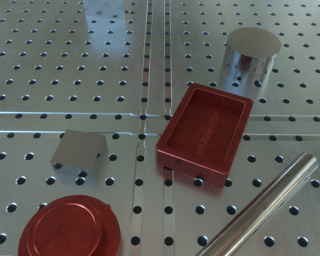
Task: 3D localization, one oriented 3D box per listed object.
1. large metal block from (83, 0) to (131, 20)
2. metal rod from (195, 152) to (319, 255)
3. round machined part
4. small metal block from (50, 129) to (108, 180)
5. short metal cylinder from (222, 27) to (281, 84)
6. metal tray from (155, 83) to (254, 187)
[{"bbox_3d":[-0.102,-0.259,0.588,0.080,0.080,0.050,8,51,6],"label":"large metal block"},{"bbox_3d":[0.067,0.116,0.311,0.302,0.025,0.025,-34,58,-26],"label":"metal rod"},{"bbox_3d":[-0.089,0.109,0.304,0.099,0.042,0.098,0,50,0],"label":"round machined part"},{"bbox_3d":[-0.097,0.032,0.380,0.050,0.025,0.050,9,50,7],"label":"small metal block"},{"bbox_3d":[0.143,-0.116,0.490,0.081,0.050,0.080,0,50,0],"label":"short metal cylinder"},{"bbox_3d":[0.060,0.003,0.402,0.090,0.030,0.130,19,52,15],"label":"metal tray"}]
